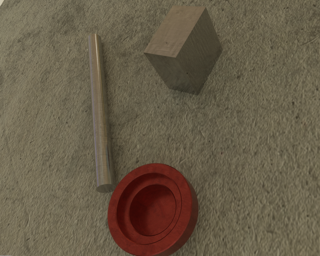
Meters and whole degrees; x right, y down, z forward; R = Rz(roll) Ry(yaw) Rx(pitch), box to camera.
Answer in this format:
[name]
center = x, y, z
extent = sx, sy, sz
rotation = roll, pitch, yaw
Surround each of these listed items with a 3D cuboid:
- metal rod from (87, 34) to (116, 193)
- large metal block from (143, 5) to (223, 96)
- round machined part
[metal rod]
center = -0.094, -0.043, 0.479
extent = 0.025, 0.025, 0.299
rotation = -23, 53, 14
[large metal block]
center = 0.035, -0.103, 0.414
extent = 0.050, 0.080, 0.080
rotation = 19, 72, 35
[round machined part]
center = -0.004, 0.092, 0.339
extent = 0.098, 0.042, 0.098
rotation = -13, 56, 21
